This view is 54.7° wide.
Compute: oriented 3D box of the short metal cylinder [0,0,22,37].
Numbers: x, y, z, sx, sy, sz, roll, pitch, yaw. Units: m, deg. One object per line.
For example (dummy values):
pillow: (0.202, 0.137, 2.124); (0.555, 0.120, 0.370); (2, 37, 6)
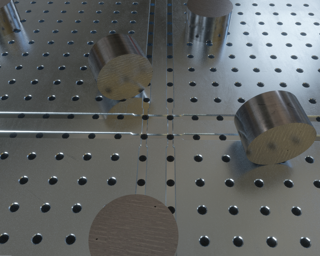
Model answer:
short metal cylinder: (-0.303, -0.210, 0.565); (0.081, 0.050, 0.080); (0, 50, 0)

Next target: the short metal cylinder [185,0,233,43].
short metal cylinder: (0.087, -0.198, 0.558); (0.081, 0.050, 0.080); (0, 50, 0)

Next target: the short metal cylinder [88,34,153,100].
short metal cylinder: (-0.057, -0.086, 0.444); (0.081, 0.080, 0.050); (-17, 52, -14)

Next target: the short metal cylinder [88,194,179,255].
short metal cylinder: (-0.024, 0.111, 0.297); (0.081, 0.050, 0.080); (0, 50, 0)

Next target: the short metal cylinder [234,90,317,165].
short metal cylinder: (0.136, 0.001, 0.372); (0.081, 0.080, 0.050); (-6, 50, -5)
